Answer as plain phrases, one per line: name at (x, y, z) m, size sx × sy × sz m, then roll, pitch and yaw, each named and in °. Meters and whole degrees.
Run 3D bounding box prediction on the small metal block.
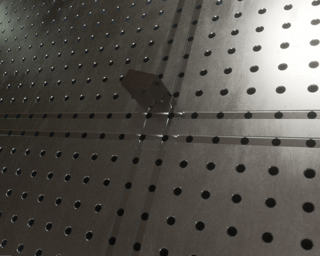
small metal block at (-0.019, -0.054, 0.434) m, size 0.050 × 0.050 × 0.025 m, roll 19°, pitch 72°, yaw 35°
